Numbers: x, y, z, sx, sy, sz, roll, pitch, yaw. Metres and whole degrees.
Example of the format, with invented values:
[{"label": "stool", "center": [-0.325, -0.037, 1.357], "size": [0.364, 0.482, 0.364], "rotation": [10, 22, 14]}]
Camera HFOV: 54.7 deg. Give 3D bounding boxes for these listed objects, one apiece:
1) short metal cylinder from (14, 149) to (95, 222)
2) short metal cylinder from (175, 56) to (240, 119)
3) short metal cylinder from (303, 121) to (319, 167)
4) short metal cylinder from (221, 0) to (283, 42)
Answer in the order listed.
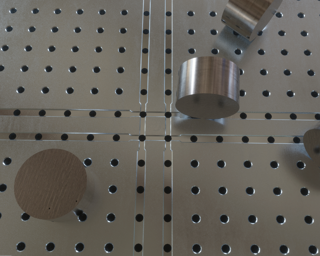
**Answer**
[{"label": "short metal cylinder", "center": [-0.123, 0.070, 0.371], "size": [0.081, 0.050, 0.080], "rotation": [1, 70, -1]}, {"label": "short metal cylinder", "center": [0.062, -0.049, 0.401], "size": [0.080, 0.080, 0.050], "rotation": [5, 70, 1]}, {"label": "short metal cylinder", "center": [0.227, 0.020, 0.378], "size": [0.050, 0.080, 0.080], "rotation": [-36, 74, -12]}, {"label": "short metal cylinder", "center": [0.134, -0.174, 0.448], "size": [0.050, 0.080, 0.080], "rotation": [39, 75, 13]}]
